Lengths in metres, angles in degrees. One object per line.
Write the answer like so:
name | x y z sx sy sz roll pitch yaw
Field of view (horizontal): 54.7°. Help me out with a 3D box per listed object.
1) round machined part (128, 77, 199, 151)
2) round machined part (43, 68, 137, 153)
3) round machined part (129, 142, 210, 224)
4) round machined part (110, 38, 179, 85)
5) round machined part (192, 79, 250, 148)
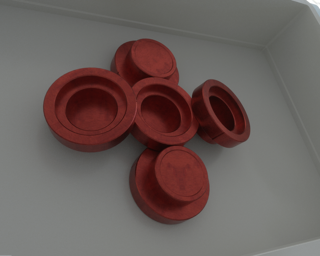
round machined part | -0.002 -0.014 0.399 0.099 0.042 0.098 14 56 -21
round machined part | -0.077 -0.017 0.351 0.099 0.042 0.098 4 62 -7
round machined part | 0.017 0.059 0.365 0.099 0.042 0.098 14 56 -21
round machined part | -0.016 -0.086 0.436 0.099 0.042 0.098 14 56 -21
round machined part | 0.079 -0.016 0.434 0.098 0.042 0.098 27 46 -31
